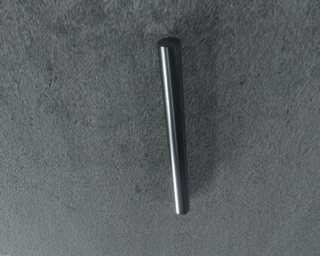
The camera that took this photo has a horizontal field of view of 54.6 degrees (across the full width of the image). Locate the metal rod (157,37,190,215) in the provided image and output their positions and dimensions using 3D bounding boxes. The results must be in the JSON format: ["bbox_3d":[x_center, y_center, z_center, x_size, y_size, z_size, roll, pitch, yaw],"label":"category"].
[{"bbox_3d":[0.023,0.022,0.425,0.025,0.025,0.298,-4,130,3],"label":"metal rod"}]
